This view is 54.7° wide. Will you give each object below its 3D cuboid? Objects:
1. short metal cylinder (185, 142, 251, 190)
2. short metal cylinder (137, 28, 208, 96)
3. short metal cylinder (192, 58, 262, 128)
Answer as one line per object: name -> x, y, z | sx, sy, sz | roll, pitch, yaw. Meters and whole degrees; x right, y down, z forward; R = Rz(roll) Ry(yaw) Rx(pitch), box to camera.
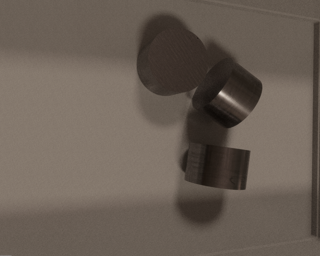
short metal cylinder -> 0.076, 0.049, 0.411 | 0.081, 0.080, 0.050 | 9, 87, -20
short metal cylinder -> 0.015, -0.084, 0.404 | 0.081, 0.050, 0.079 | 0, 90, -21
short metal cylinder -> 0.088, -0.046, 0.415 | 0.050, 0.080, 0.080 | 32, 79, -18
